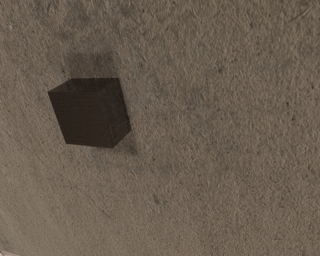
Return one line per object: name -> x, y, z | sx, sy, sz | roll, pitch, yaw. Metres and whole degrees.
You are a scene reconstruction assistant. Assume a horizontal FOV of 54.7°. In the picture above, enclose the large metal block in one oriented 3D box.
large metal block -> -0.094, -0.022, 0.425 | 0.080, 0.050, 0.079 | 3, 120, 26
